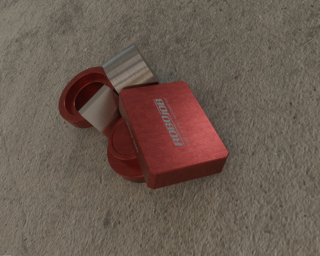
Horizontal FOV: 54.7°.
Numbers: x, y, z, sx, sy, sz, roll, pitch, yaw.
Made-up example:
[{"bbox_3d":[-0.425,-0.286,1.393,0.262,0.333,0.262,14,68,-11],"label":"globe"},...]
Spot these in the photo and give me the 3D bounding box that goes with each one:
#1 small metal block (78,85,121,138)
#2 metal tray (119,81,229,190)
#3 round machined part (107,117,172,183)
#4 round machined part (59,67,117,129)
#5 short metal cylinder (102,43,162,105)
[{"bbox_3d":[-0.071,-0.022,0.415,0.050,0.050,0.025,-47,27,-6],"label":"small metal block"},{"bbox_3d":[0.011,0.001,0.366,0.091,0.030,0.130,-11,50,-17],"label":"metal tray"},{"bbox_3d":[-0.026,0.017,0.396,0.098,0.042,0.098,-13,56,20],"label":"round machined part"},{"bbox_3d":[-0.100,-0.042,0.471,0.098,0.042,0.098,-13,56,20],"label":"round machined part"},{"bbox_3d":[-0.035,-0.070,0.431,0.050,0.080,0.080,-33,52,7],"label":"short metal cylinder"}]
